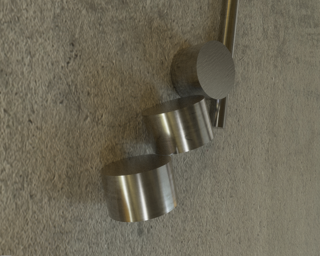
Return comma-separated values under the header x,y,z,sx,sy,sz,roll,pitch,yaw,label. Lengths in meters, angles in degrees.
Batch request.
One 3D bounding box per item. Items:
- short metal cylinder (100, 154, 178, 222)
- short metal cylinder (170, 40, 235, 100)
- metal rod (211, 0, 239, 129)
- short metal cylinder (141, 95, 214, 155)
x,y,z,sx,sy,sz,roll,pitch,yaw,label
-0.023,0.064,0.350,0.081,0.080,0.050,-16,101,-39,short metal cylinder
0.061,-0.079,0.440,0.081,0.050,0.080,0,90,-40,short metal cylinder
0.108,-0.147,0.494,0.025,0.025,0.298,12,82,-39,metal rod
0.023,-0.005,0.388,0.081,0.080,0.050,-26,107,-37,short metal cylinder
